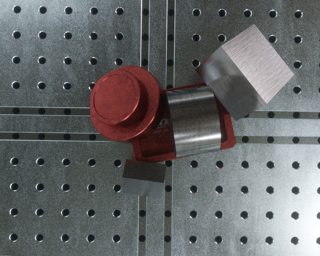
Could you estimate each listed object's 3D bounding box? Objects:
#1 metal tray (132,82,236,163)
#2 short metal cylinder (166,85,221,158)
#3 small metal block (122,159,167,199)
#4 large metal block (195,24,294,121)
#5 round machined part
[{"bbox_3d":[0.025,-0.007,0.409,0.131,0.030,0.089,-11,90,0],"label":"metal tray"},{"bbox_3d":[0.038,-0.008,0.370,0.050,0.080,0.080,-9,90,-1],"label":"short metal cylinder"},{"bbox_3d":[-0.020,0.066,0.395,0.050,0.050,0.025,8,56,0],"label":"small metal block"},{"bbox_3d":[0.104,-0.068,0.378,0.080,0.050,0.080,-39,91,-37],"label":"large metal block"},{"bbox_3d":[-0.046,-0.033,0.382,0.098,0.042,0.098,-6,74,22],"label":"round machined part"}]
